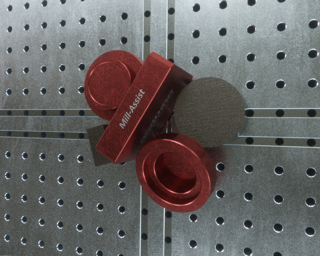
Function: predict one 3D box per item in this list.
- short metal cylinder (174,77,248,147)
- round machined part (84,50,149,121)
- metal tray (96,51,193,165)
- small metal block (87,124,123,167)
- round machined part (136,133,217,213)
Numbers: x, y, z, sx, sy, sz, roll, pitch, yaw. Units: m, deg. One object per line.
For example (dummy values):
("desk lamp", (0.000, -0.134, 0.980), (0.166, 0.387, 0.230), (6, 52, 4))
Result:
("short metal cylinder", (0.063, -0.018, 0.373), (0.080, 0.050, 0.079), (0, 90, 20))
("round machined part", (-0.062, -0.058, 0.420), (0.098, 0.042, 0.097), (0, 90, 19))
("metal tray", (-0.015, -0.021, 0.379), (0.030, 0.090, 0.129), (35, 101, 16))
("small metal block", (-0.069, 0.022, 0.419), (0.025, 0.050, 0.050), (-16, 85, 19))
("round machined part", (0.023, 0.050, 0.379), (0.098, 0.042, 0.097), (12, 117, 26))
